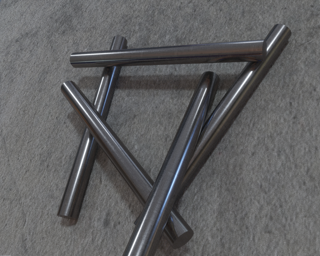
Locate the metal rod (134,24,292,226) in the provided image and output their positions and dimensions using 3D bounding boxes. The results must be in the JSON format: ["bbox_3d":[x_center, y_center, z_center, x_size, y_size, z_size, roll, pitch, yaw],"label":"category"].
[{"bbox_3d":[0.069,-0.006,0.370,0.025,0.025,0.300,29,77,37],"label":"metal rod"}]

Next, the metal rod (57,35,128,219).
[{"bbox_3d":[-0.093,-0.018,0.461,0.025,0.025,0.299,-3,60,26],"label":"metal rod"}]

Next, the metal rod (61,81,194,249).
[{"bbox_3d":[-0.060,0.022,0.386,0.025,0.025,0.300,-43,51,-2],"label":"metal rod"}]

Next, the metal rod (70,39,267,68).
[{"bbox_3d":[-0.008,-0.101,0.435,0.300,0.025,0.025,5,64,29],"label":"metal rod"}]

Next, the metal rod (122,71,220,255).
[{"bbox_3d":[0.014,0.042,0.318,0.025,0.025,0.301,2,46,28],"label":"metal rod"}]
